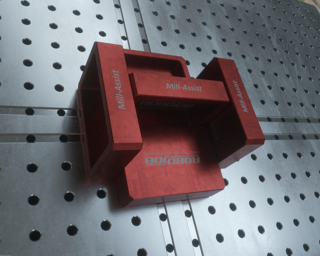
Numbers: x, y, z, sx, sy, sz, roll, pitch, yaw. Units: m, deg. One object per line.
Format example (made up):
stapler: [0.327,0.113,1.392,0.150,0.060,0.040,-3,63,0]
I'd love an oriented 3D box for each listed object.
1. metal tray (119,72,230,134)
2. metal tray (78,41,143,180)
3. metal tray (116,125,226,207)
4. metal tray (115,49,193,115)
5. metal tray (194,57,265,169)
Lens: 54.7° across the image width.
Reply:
metal tray: [0.009,-0.025,0.386,0.131,0.090,0.030,1,62,-28]
metal tray: [-0.061,-0.018,0.345,0.030,0.090,0.130,1,61,-28]
metal tray: [0.010,0.043,0.384,0.131,0.030,0.090,1,62,-28]
metal tray: [-0.017,-0.064,0.436,0.131,0.030,0.090,1,62,-28]
metal tray: [0.082,-0.019,0.423,0.030,0.090,0.130,1,61,-28]
